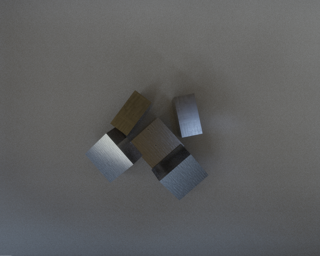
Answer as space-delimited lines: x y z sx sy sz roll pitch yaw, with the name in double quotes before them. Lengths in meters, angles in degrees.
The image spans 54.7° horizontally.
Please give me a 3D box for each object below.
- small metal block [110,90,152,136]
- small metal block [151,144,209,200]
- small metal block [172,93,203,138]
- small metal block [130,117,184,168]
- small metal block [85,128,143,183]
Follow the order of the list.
"small metal block" -0.035 -0.018 0.396 0.025 0.050 0.050 37 90 0
"small metal block" 0.026 0.057 0.397 0.050 0.025 0.050 -41 127 -1
"small metal block" 0.033 -0.015 0.397 0.025 0.050 0.050 -11 90 -1
"small metal block" -0.004 0.021 0.409 0.050 0.025 0.050 -42 91 0
"small metal block" -0.060 0.034 0.398 0.050 0.025 0.050 49 123 -1
